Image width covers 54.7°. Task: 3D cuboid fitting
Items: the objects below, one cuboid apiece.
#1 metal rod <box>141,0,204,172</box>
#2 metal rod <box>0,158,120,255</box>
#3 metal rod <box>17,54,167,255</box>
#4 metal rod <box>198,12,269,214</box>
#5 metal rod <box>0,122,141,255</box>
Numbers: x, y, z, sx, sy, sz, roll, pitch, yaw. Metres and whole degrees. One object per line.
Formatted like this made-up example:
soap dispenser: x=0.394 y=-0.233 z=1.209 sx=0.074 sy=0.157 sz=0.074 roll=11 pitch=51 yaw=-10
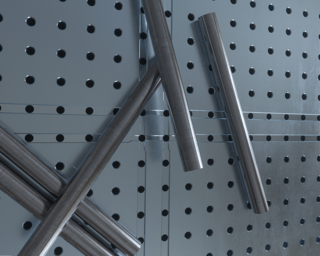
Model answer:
metal rod: x=0.006 y=-0.094 z=0.388 sx=0.025 sy=0.025 sz=0.298 roll=-12 pitch=84 yaw=-20
metal rod: x=-0.132 y=0.098 z=0.364 sx=0.300 sy=0.025 sz=0.025 roll=45 pitch=76 yaw=-15
metal rod: x=-0.066 y=0.025 z=0.369 sx=0.025 sy=0.025 sz=0.300 roll=38 pitch=71 yaw=-17
metal rod: x=0.109 y=-0.017 z=0.454 sx=0.025 sy=0.025 sz=0.298 roll=-19 pitch=97 yaw=-19
metal rod: x=-0.136 y=0.054 z=0.362 sx=0.300 sy=0.025 sz=0.025 roll=45 pitch=76 yaw=-15
